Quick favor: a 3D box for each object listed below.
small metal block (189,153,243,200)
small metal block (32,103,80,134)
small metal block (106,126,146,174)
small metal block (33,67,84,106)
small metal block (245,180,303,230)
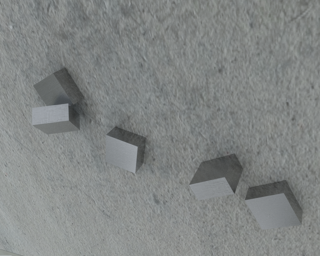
[{"bbox_3d":[0.071,0.062,0.390,0.050,0.050,0.025,-21,108,35],"label":"small metal block"},{"bbox_3d":[-0.148,-0.012,0.446,0.050,0.050,0.025,-7,74,1],"label":"small metal block"},{"bbox_3d":[-0.051,0.032,0.452,0.050,0.025,0.050,19,126,16],"label":"small metal block"},{"bbox_3d":[-0.147,-0.053,0.449,0.050,0.025,0.050,-19,109,35],"label":"small metal block"},{"bbox_3d":[0.144,0.098,0.391,0.050,0.025,0.050,-22,107,36],"label":"small metal block"}]
